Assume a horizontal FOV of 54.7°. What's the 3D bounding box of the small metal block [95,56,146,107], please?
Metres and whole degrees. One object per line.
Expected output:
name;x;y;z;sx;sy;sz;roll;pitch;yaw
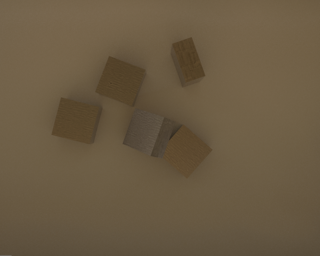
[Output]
small metal block;-0.051;-0.061;0.411;0.050;0.025;0.050;21;90;-1

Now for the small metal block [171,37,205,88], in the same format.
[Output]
small metal block;0.035;-0.083;0.399;0.025;0.050;0.050;-19;90;0

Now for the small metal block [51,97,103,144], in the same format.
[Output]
small metal block;-0.109;-0.009;0.410;0.050;0.025;0.050;14;90;-1

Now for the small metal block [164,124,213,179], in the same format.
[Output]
small metal block;0.033;0.030;0.412;0.050;0.025;0.050;41;90;-1

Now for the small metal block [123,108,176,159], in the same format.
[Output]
small metal block;-0.014;0.006;0.398;0.050;0.025;0.050;19;90;38
